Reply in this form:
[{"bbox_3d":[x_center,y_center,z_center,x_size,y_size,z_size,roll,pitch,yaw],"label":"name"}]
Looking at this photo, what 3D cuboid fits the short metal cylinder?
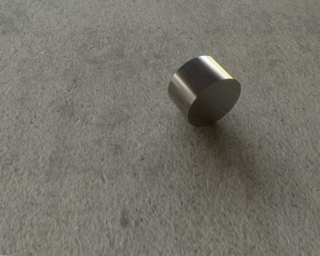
[{"bbox_3d":[0.058,-0.047,0.408,0.081,0.080,0.050,-22,54,-18],"label":"short metal cylinder"}]
